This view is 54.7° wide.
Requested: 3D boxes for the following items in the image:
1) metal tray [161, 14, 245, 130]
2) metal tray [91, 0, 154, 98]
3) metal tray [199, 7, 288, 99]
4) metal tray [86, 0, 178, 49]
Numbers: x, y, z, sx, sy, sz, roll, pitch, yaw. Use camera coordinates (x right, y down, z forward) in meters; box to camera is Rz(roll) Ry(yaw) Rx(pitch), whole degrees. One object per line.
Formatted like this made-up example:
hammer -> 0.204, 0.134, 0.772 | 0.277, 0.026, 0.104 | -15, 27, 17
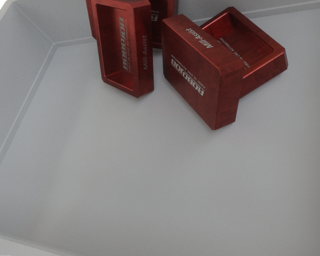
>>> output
metal tray -> 0.046, -0.070, 0.380 | 0.030, 0.089, 0.130 | -23, 49, -17
metal tray -> -0.052, -0.117, 0.441 | 0.030, 0.129, 0.090 | -29, 42, -36
metal tray -> 0.091, -0.099, 0.409 | 0.090, 0.030, 0.130 | -32, 48, 6
metal tray -> -0.041, -0.170, 0.460 | 0.131, 0.089, 0.030 | 11, 49, 9
